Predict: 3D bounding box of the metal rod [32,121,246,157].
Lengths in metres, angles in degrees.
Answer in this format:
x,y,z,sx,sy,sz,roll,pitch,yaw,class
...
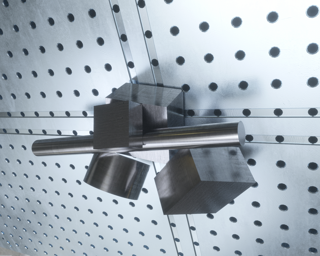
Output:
x,y,z,sx,sy,sz,roll,pitch,yaw,class
-0.049,0.017,0.378,0.300,0.025,0.025,-5,116,31,metal rod

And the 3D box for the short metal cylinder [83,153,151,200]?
x,y,z,sx,sy,sz,roll,pitch,yaw,class
-0.059,0.062,0.433,0.080,0.080,0.050,18,83,18,short metal cylinder

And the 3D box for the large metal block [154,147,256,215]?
x,y,z,sx,sy,sz,roll,pitch,yaw,class
0.051,0.063,0.375,0.081,0.050,0.080,8,137,-31,large metal block

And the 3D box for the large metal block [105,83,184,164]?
x,y,z,sx,sy,sz,roll,pitch,yaw,class
-0.017,-0.007,0.394,0.080,0.050,0.079,10,123,22,large metal block

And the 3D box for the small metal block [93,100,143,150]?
x,y,z,sx,sy,sz,roll,pitch,yaw,class
-0.048,-0.001,0.350,0.050,0.025,0.050,-6,81,31,small metal block
